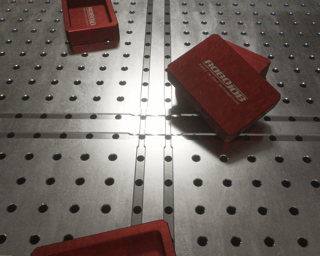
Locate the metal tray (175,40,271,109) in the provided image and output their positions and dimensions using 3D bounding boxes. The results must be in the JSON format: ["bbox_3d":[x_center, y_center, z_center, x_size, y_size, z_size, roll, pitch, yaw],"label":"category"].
[{"bbox_3d":[0.096,-0.078,0.472,0.090,0.030,0.131,33,57,24],"label":"metal tray"}]

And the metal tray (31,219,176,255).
[{"bbox_3d":[-0.047,0.144,0.282,0.131,0.030,0.090,-10,51,-9],"label":"metal tray"}]

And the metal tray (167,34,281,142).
[{"bbox_3d":[0.083,-0.056,0.420,0.090,0.030,0.130,-36,72,-11],"label":"metal tray"}]

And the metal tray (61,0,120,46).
[{"bbox_3d":[-0.131,-0.208,0.577,0.091,0.030,0.130,-11,51,-10],"label":"metal tray"}]
